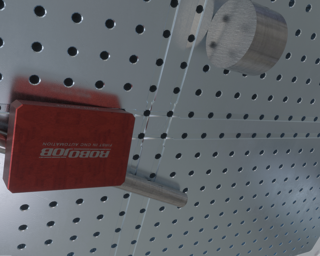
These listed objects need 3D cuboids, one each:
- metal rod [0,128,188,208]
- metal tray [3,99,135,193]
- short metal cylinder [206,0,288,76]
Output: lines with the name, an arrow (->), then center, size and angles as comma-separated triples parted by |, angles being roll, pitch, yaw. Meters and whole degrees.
metal rod -> -0.071, 0.063, 0.411 | 0.301, 0.025, 0.025 | 27, 104, -38
metal tray -> -0.097, 0.021, 0.345 | 0.131, 0.030, 0.089 | 4, 101, -36
short metal cylinder -> 0.100, -0.106, 0.365 | 0.050, 0.080, 0.079 | 6, 115, -31
